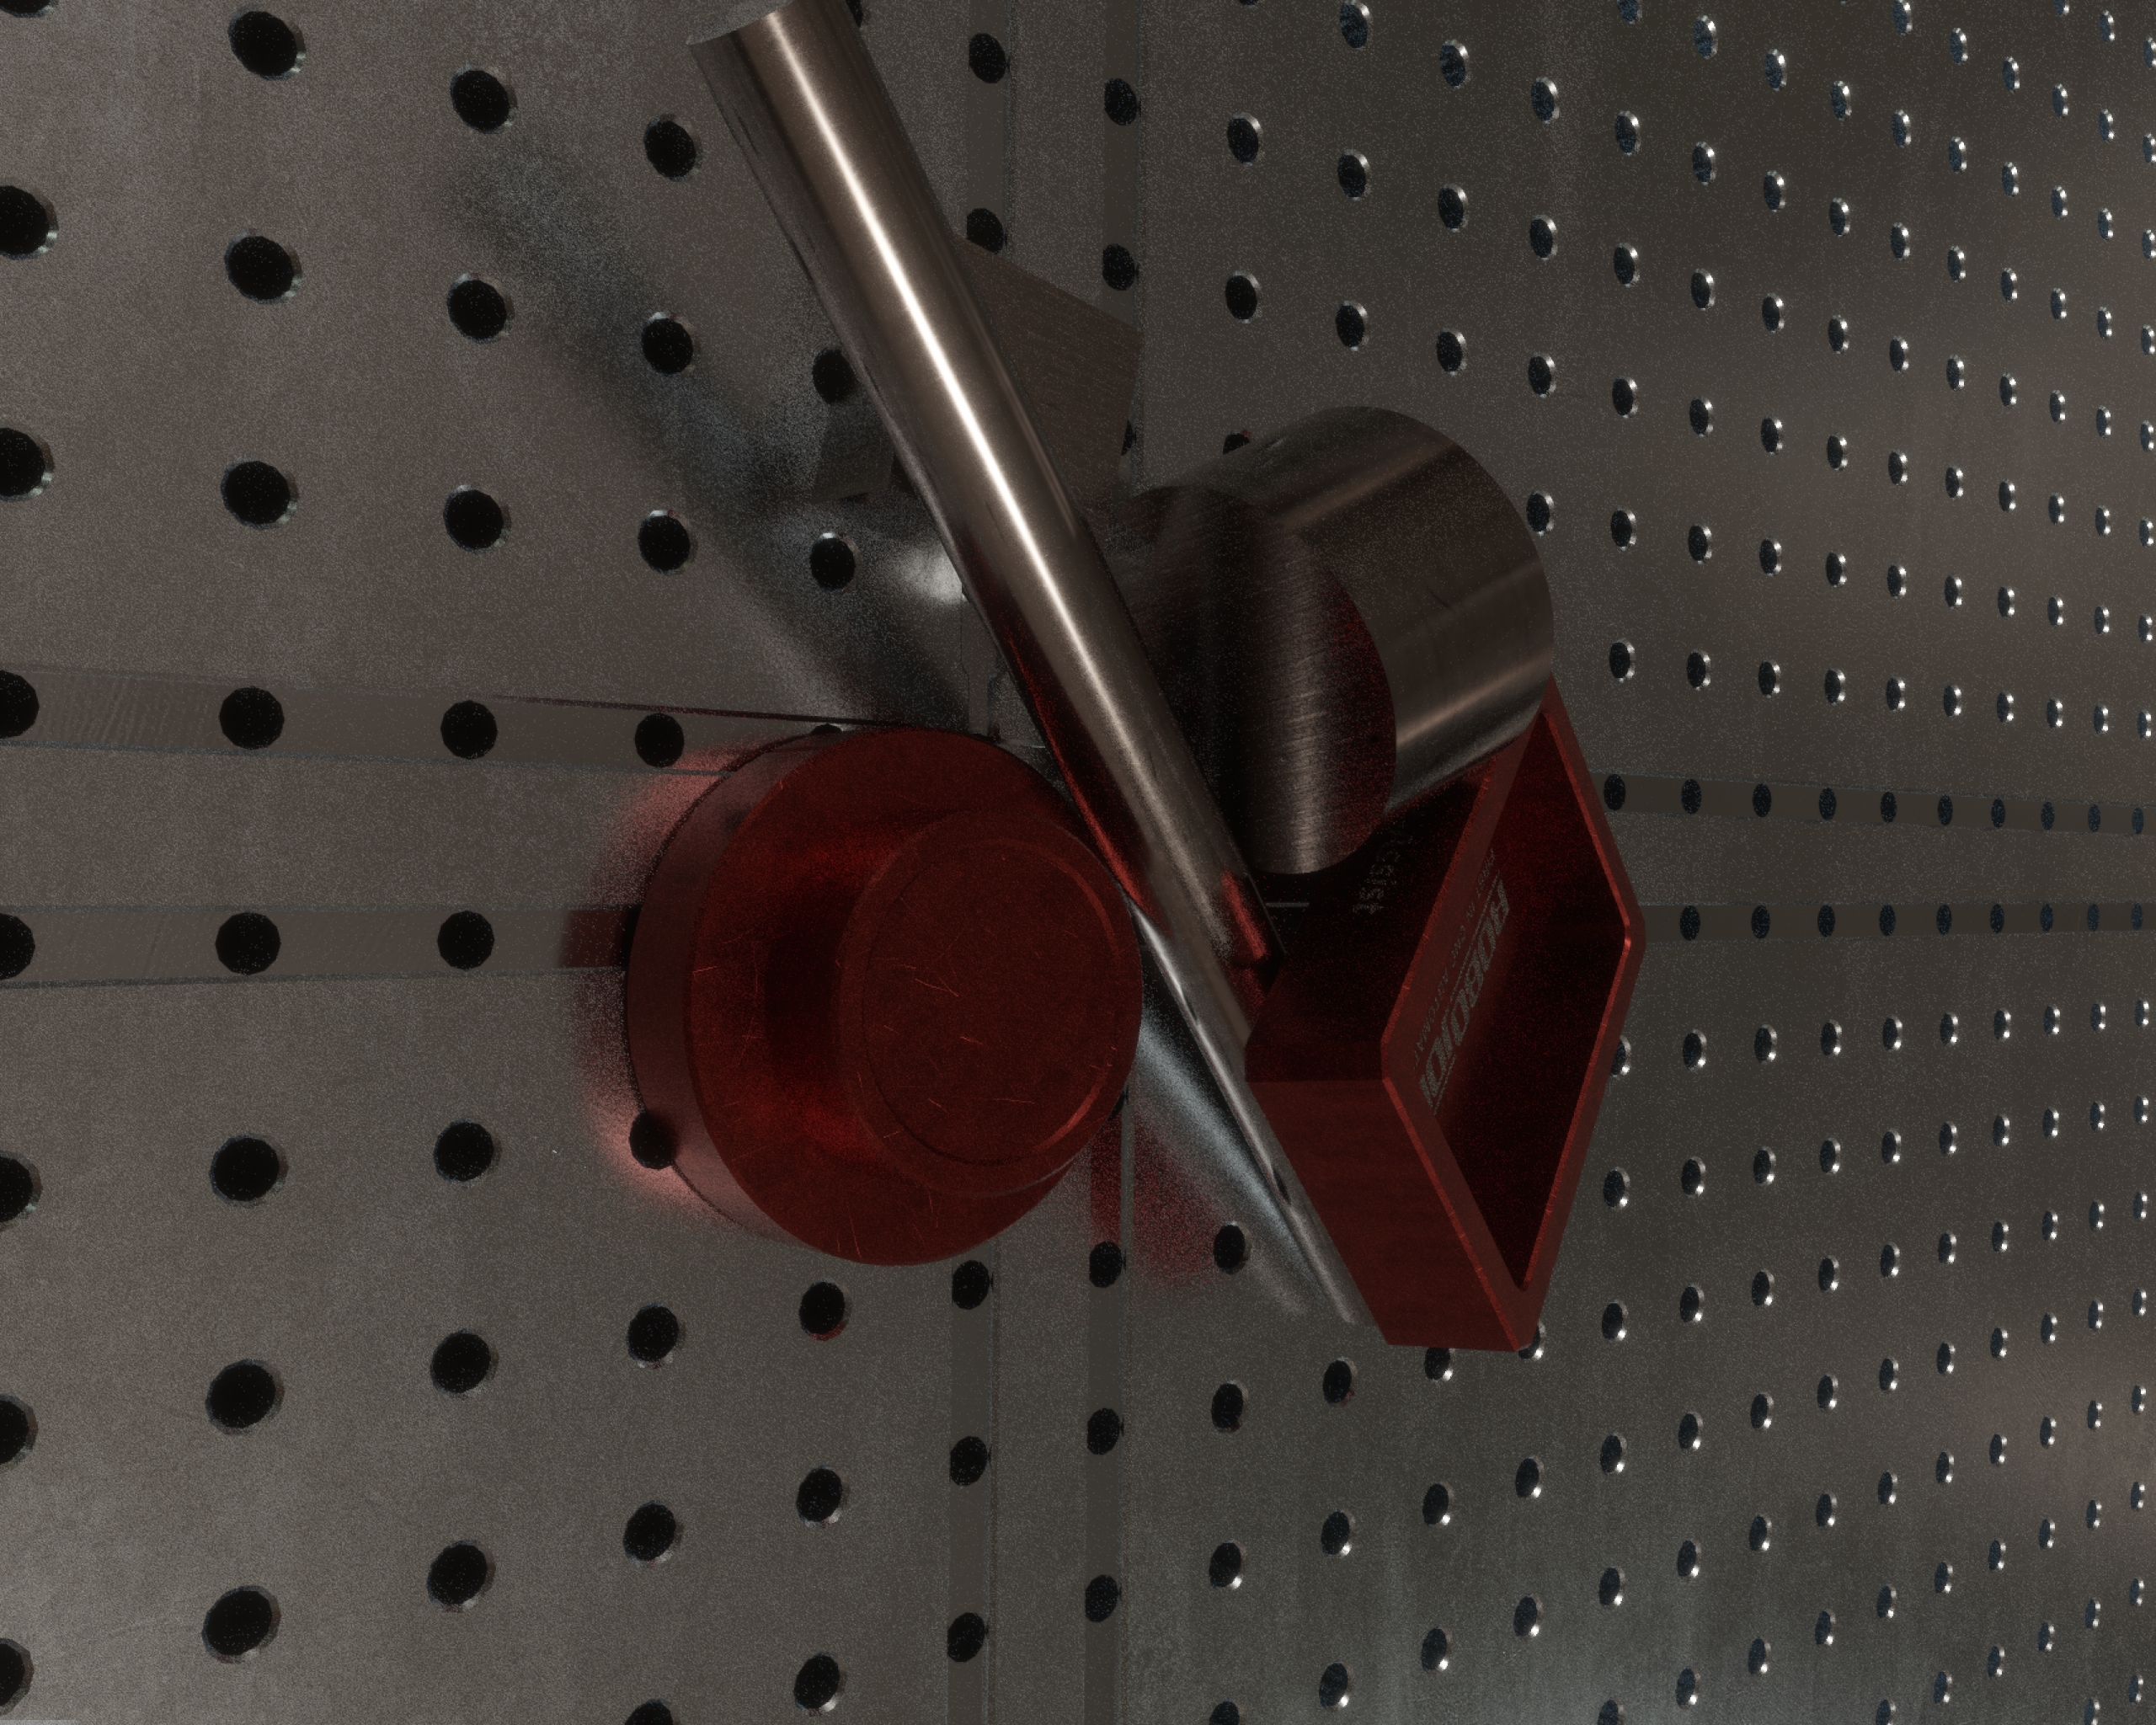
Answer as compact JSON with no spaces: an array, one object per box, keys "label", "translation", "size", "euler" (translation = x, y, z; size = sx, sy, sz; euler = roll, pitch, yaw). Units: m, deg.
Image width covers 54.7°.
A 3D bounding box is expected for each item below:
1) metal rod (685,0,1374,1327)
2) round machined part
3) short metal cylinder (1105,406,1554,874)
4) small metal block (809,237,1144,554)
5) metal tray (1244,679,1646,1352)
[{"label":"metal rod","translation":[0.010,-0.018,0.398],"size":[0.025,0.025,0.299],"euler":[-47,126,-30]},{"label":"round machined part","translation":[-0.027,0.024,0.376],"size":[0.099,0.042,0.097],"euler":[0,90,-40]},{"label":"short metal cylinder","translation":[0.046,-0.044,0.414],"size":[0.050,0.080,0.080],"euler":[-32,110,-36]},{"label":"small metal block","translation":[-0.018,-0.085,0.396],"size":[0.050,0.025,0.050],"euler":[17,79,-39]},{"label":"metal tray","translation":[0.085,0.028,0.452],"size":[0.090,0.030,0.130],"euler":[61,40,-31]}]
